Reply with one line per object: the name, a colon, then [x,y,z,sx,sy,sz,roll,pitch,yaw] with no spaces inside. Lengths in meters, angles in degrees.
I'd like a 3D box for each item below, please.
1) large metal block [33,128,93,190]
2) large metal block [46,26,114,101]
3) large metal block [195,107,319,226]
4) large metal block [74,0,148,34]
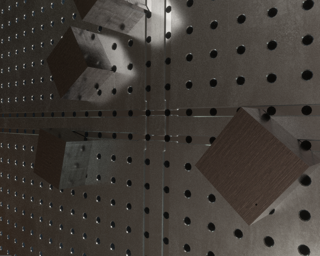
large metal block: [-0.166,0.049,0.527,0.080,0.050,0.079,19,102,38]
large metal block: [-0.130,-0.101,0.497,0.080,0.050,0.080,-39,67,33]
large metal block: [0.097,0.036,0.312,0.080,0.050,0.080,48,118,29]
large metal block: [-0.075,-0.187,0.433,0.050,0.081,0.080,-38,67,33]
